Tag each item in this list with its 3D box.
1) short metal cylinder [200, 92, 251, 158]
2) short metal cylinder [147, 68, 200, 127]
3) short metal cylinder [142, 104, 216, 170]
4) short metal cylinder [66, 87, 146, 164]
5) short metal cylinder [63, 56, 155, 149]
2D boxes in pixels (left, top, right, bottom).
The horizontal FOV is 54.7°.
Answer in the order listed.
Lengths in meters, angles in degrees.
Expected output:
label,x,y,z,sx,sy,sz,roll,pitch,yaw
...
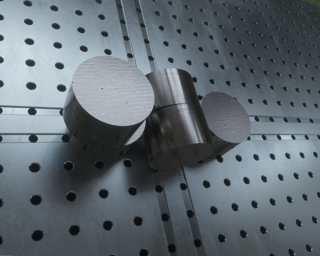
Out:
label,x,y,z,sx,sy,sz,roll,pitch,yaw
short metal cylinder,0.079,-0.004,0.436,0.081,0.050,0.080,14,56,-21
short metal cylinder,0.009,-0.032,0.397,0.081,0.080,0.050,1,62,-28
short metal cylinder,0.021,0.013,0.376,0.081,0.080,0.050,-1,63,-29
short metal cylinder,-0.063,-0.004,0.360,0.081,0.050,0.080,14,56,-21
short metal cylinder,-0.053,-0.025,0.313,0.081,0.050,0.080,14,56,-21
